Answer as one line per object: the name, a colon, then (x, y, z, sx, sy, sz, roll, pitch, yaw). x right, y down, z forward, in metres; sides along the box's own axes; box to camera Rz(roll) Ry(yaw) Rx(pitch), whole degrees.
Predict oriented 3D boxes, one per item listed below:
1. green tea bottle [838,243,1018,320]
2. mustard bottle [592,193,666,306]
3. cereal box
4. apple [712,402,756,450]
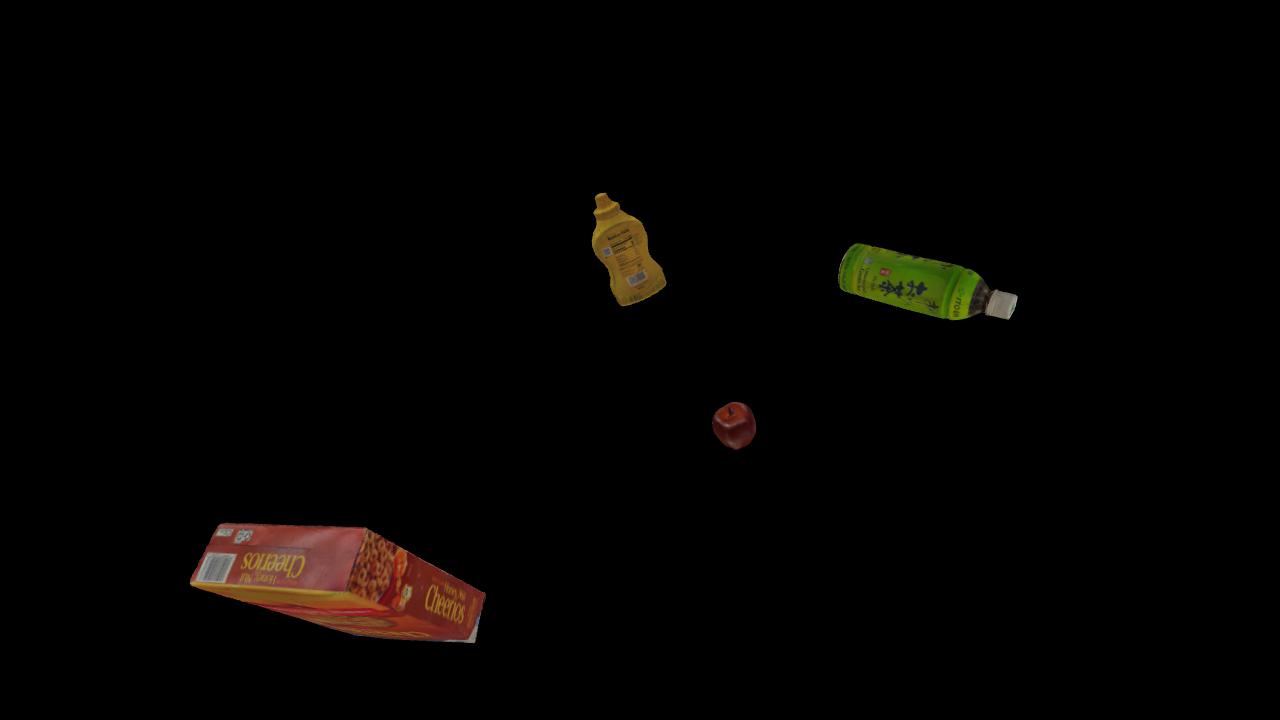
green tea bottle: (0.369, -0.097, 0.799, 0.212, 0.073, 0.073, 23, 13, 35)
mustard bottle: (-0.028, -0.183, 0.991, 0.092, 0.184, 0.054, -23, 29, 4)
cereal box: (-0.355, 0.292, 0.779, 0.203, 0.081, 0.306, -2, -34, 13)
apple: (0.171, 0.118, 1.107, 0.079, 0.079, 0.093, 0, -44, 24)
